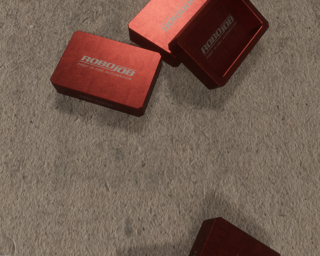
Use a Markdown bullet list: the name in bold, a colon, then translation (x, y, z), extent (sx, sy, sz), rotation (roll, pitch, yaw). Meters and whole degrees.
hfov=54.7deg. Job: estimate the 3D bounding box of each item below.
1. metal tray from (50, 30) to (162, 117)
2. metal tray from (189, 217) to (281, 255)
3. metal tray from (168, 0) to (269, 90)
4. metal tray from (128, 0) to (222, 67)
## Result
- **metal tray**: translation (-0.072, -0.077, 0.433), extent (0.131, 0.030, 0.090), rotation (17, 71, 5)
- **metal tray**: translation (0.065, 0.172, 0.319), extent (0.090, 0.030, 0.130), rotation (33, 62, -5)
- **metal tray**: translation (0.085, -0.130, 0.434), extent (0.090, 0.030, 0.130), rotation (43, 73, -14)
- **metal tray**: translation (0.026, -0.165, 0.466), extent (0.090, 0.030, 0.130), rotation (35, 73, 11)
